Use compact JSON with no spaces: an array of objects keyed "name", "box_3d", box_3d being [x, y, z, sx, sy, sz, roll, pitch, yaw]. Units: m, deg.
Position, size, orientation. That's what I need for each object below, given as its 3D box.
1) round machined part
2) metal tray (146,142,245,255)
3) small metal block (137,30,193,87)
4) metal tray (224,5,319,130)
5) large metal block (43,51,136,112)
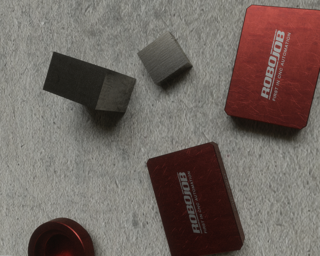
[{"name":"round machined part","box_3d":[-0.137,0.178,0.448,0.098,0.042,0.097,0,90,20]},{"name":"metal tray","box_3d":[0.044,0.090,0.391,0.090,0.030,0.129,-17,84,19]},{"name":"small metal block","box_3d":[0.006,-0.090,0.407,0.050,0.025,0.050,-33,80,17]},{"name":"metal tray","box_3d":[0.134,-0.070,0.359,0.090,0.030,0.129,13,94,19]},{"name":"large metal block","box_3d":[-0.090,-0.059,0.412,0.080,0.080,0.050,20,97,19]}]
